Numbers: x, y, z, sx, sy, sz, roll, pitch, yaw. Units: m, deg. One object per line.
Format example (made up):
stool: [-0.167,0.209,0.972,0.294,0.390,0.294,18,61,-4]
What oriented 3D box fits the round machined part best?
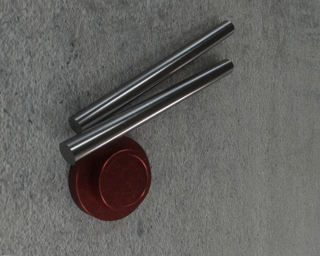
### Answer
round machined part: [-0.049,0.057,0.353,0.099,0.042,0.097,0,90,-40]

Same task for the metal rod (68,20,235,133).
metal rod: [0.009,-0.080,0.411,0.302,0.025,0.025,-39,114,-33]

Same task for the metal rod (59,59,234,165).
metal rod: [0.008,-0.036,0.396,0.302,0.025,0.025,-32,110,-40]
